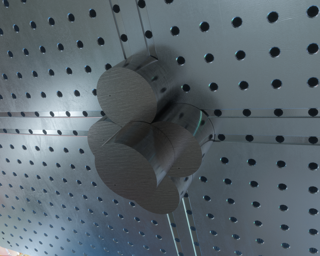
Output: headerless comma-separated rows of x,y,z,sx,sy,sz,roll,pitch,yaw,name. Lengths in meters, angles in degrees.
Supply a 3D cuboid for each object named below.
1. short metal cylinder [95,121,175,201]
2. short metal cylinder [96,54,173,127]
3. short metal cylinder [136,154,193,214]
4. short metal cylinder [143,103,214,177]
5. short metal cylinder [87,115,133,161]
-0.029,0.039,0.369,0.080,0.050,0.079,13,124,21,short metal cylinder
-0.030,-0.045,0.383,0.080,0.050,0.079,13,124,20,short metal cylinder
0.000,0.075,0.441,0.080,0.050,0.079,12,122,21,short metal cylinder
0.023,0.015,0.392,0.080,0.050,0.079,13,124,21,short metal cylinder
-0.053,0.014,0.432,0.080,0.050,0.079,13,124,21,short metal cylinder
